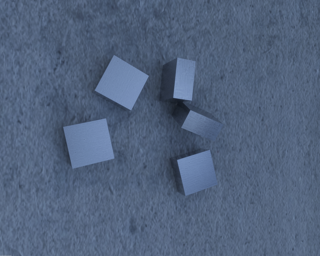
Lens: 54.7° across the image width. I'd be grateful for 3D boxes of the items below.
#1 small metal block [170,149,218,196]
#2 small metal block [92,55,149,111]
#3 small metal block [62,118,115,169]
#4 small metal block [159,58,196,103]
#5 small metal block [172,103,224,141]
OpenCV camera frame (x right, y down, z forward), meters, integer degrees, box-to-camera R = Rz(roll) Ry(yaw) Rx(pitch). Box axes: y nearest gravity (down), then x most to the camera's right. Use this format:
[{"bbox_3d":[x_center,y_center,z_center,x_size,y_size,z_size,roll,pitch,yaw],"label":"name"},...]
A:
[{"bbox_3d":[0.047,0.060,0.428,0.050,0.025,0.050,-15,95,-20],"label":"small metal block"},{"bbox_3d":[-0.050,-0.055,0.391,0.050,0.025,0.050,29,80,-18],"label":"small metal block"},{"bbox_3d":[-0.088,0.018,0.377,0.050,0.025,0.050,-13,95,-20],"label":"small metal block"},{"bbox_3d":[0.022,-0.060,0.405,0.025,0.050,0.050,7,88,-20],"label":"small metal block"},{"bbox_3d":[0.049,-0.011,0.412,0.050,0.050,0.025,22,104,-19],"label":"small metal block"}]
